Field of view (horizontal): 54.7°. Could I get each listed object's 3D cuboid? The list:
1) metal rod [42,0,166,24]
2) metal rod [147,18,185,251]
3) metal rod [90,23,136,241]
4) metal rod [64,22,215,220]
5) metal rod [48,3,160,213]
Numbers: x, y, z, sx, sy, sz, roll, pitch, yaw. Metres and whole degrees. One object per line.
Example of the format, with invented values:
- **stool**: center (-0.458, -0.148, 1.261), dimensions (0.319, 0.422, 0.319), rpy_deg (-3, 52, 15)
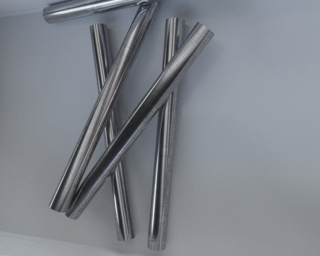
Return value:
- **metal rod**: center (-0.037, -0.169, 0.398), dimensions (0.300, 0.025, 0.025), rpy_deg (1, 90, 29)
- **metal rod**: center (0.008, 0.009, 0.407), dimensions (0.025, 0.025, 0.298), rpy_deg (5, 92, 20)
- **metal rod**: center (-0.067, 0.004, 0.434), dimensions (0.025, 0.025, 0.298), rpy_deg (-9, 87, 20)
- **metal rod**: center (-0.034, 0.000, 0.394), dimensions (0.025, 0.025, 0.299), rpy_deg (40, 103, 15)
- **metal rod**: center (-0.072, -0.032, 0.409), dimensions (0.025, 0.025, 0.299), rpy_deg (23, 88, 18)
